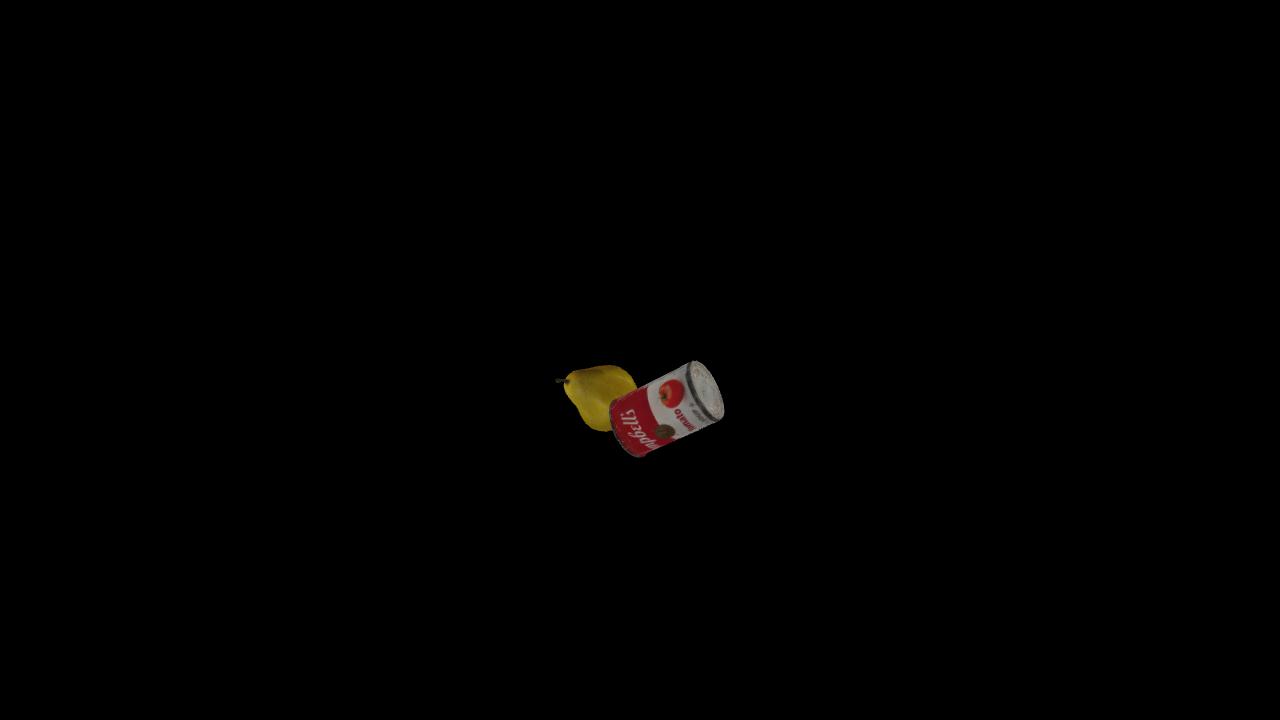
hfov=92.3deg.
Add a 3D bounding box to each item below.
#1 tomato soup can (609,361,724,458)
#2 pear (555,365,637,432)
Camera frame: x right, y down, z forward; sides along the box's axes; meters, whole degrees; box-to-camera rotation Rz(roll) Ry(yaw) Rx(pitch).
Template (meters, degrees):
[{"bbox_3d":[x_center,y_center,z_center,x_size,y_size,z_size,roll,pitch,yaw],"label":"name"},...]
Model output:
[{"bbox_3d":[0.028,0.051,0.633,0.101,0.068,0.068,-28,-12,23],"label":"tomato soup can"},{"bbox_3d":[-0.056,0.034,0.719,0.111,0.080,0.080,36,-22,-34],"label":"pear"}]
